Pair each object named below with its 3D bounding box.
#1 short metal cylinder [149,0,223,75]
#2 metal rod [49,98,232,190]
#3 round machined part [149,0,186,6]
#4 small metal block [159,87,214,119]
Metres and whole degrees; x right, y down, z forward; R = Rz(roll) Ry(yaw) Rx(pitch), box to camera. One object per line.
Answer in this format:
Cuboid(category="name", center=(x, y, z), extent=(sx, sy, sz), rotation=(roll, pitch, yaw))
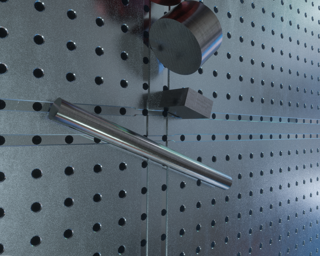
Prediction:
Cuboid(category="short metal cylinder", center=(0.033, -0.116, 0.403), extent=(0.050, 0.080, 0.080), rotation=(-47, 119, -30))
Cuboid(category="metal rod", center=(-0.001, 0.034, 0.410), extent=(0.301, 0.025, 0.025), rotation=(27, 73, -37))
Cuboid(category="round machined part", center=(0.005, -0.190, 0.383), extent=(0.099, 0.042, 0.098), rotation=(12, 54, -17))
Cuboid(category="small metal block", center=(0.036, -0.032, 0.425), extent=(0.050, 0.050, 0.025), rotation=(23, 76, -38))
